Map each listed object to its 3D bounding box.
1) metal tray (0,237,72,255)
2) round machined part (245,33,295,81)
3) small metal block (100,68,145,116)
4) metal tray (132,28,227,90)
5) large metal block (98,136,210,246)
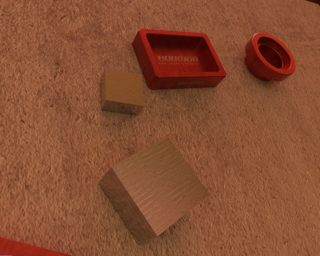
[{"bbox_3d":[-0.131,0.138,0.245,0.131,0.030,0.090,22,53,-15],"label":"metal tray"},{"bbox_3d":[0.199,-0.126,0.577,0.099,0.042,0.098,14,56,-21],"label":"round machined part"},{"bbox_3d":[-0.050,-0.047,0.405,0.050,0.025,0.050,7,59,-25],"label":"small metal block"},{"bbox_3d":[0.031,-0.107,0.482,0.131,0.030,0.090,-7,65,-31],"label":"metal tray"},{"bbox_3d":[-0.007,0.067,0.343,0.081,0.050,0.080,-28,77,-37],"label":"large metal block"}]
